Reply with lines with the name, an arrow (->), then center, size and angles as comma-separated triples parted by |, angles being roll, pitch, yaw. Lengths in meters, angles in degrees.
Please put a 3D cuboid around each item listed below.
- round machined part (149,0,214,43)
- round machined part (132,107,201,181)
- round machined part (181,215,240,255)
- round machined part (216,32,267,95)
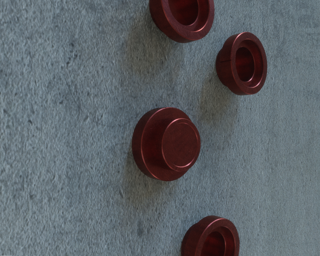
round machined part -> 0.025, -0.162, 0.414 | 0.099, 0.042, 0.097 | 0, 90, -40
round machined part -> 0.015, 0.021, 0.406 | 0.099, 0.042, 0.097 | 0, 90, -40
round machined part -> 0.069, 0.177, 0.452 | 0.099, 0.042, 0.097 | 0, 90, -40
round machined part -> 0.128, -0.101, 0.500 | 0.099, 0.042, 0.097 | 0, 90, -40
